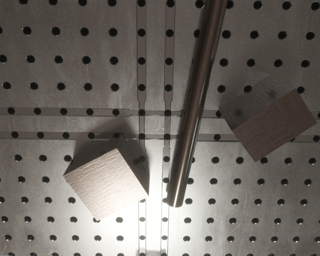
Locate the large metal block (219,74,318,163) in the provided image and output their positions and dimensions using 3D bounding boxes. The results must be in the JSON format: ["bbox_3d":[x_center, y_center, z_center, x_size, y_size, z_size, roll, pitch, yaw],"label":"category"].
[{"bbox_3d":[0.127,-0.015,0.380,0.080,0.080,0.050,-36,107,12],"label":"large metal block"}]

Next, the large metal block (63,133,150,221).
[{"bbox_3d":[-0.069,0.067,0.424,0.080,0.050,0.080,-27,108,9],"label":"large metal block"}]

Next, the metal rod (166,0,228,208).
[{"bbox_3d":[0.045,-0.029,0.403,0.025,0.025,0.298,9,110,-4],"label":"metal rod"}]
